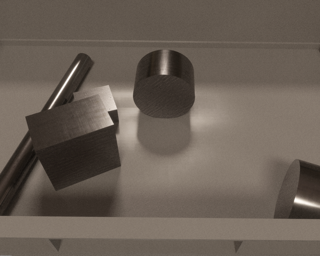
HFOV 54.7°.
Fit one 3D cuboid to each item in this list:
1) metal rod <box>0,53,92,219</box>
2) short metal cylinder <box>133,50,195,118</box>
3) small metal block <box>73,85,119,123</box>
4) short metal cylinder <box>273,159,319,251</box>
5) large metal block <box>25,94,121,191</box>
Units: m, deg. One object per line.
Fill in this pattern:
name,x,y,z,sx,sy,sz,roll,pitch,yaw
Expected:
metal rod,-0.154,0.002,0.400,0.025,0.025,0.300,10,51,8
short metal cylinder,0.006,-0.058,0.418,0.081,0.080,0.050,2,50,1
small metal block,-0.089,-0.029,0.428,0.050,0.025,0.050,-15,52,-12
short metal cylinder,0.151,0.076,0.307,0.050,0.080,0.080,17,52,13
large metal block,-0.095,0.017,0.353,0.081,0.080,0.050,-20,53,-16
